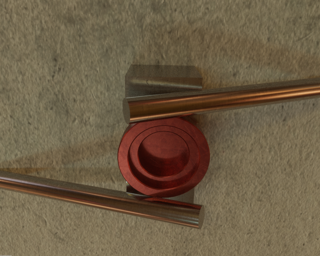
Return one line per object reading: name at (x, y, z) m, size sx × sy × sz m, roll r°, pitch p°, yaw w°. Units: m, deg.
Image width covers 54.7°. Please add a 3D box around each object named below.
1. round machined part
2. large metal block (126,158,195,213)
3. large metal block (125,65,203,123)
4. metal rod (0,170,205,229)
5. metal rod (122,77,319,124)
round machined part at (0.004, 0.026, 0.349) m, size 0.099 × 0.042 × 0.097 m, roll 0°, pitch 110°, yaw -1°
large metal block at (0.000, 0.069, 0.407) m, size 0.081 × 0.080 × 0.050 m, roll 1°, pitch 110°, yaw -1°
large metal block at (0.003, -0.043, 0.366) m, size 0.081 × 0.080 × 0.050 m, roll 1°, pitch 110°, yaw -1°
metal rod at (-0.095, 0.082, 0.381) m, size 0.301 × 0.025 × 0.025 m, roll 5°, pitch 112°, yaw 22°
metal rod at (0.108, -0.036, 0.342) m, size 0.303 × 0.025 × 0.025 m, roll -8°, pitch 112°, yaw -21°
